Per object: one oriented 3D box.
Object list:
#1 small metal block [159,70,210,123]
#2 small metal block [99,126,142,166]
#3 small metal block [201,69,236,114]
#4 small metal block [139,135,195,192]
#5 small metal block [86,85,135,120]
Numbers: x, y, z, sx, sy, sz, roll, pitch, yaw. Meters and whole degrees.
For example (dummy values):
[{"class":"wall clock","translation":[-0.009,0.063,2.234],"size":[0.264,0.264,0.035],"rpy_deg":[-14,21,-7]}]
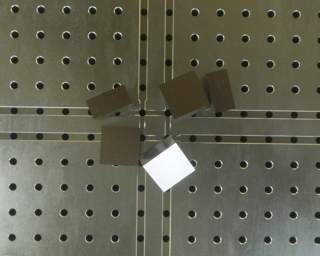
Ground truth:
[{"class":"small metal block","translation":[0.032,-0.041,0.409],"size":[0.050,0.025,0.050],"rpy_deg":[-23,79,0]},{"class":"small metal block","translation":[-0.052,0.023,0.413],"size":[0.050,0.025,0.050],"rpy_deg":[3,90,0]},{"class":"small metal block","translation":[0.074,-0.045,0.402],"size":[0.025,0.050,0.050],"rpy_deg":[-13,90,-1]},{"class":"small metal block","translation":[0.009,0.047,0.404],"size":[0.050,0.025,0.050],"rpy_deg":[-36,115,-1]},{"class":"small metal block","translation":[-0.062,-0.032,0.400],"size":[0.050,0.050,0.025],"rpy_deg":[-23,90,0]}]
